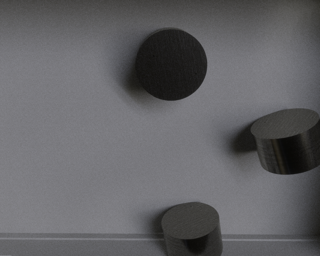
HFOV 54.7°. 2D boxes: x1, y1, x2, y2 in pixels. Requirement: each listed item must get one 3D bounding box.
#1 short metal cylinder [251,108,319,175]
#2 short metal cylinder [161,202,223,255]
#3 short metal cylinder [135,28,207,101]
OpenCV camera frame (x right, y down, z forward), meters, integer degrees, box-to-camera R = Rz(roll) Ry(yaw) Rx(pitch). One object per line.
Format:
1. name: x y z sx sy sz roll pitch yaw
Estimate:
1. short metal cylinder: 0.161 0.015 0.390 0.080 0.080 0.050 -20 109 7
2. short metal cylinder: 0.046 0.149 0.438 0.080 0.080 0.050 -9 110 3
3. short metal cylinder: 0.013 -0.078 0.370 0.081 0.050 0.079 0 110 -1
